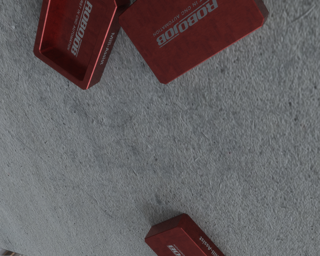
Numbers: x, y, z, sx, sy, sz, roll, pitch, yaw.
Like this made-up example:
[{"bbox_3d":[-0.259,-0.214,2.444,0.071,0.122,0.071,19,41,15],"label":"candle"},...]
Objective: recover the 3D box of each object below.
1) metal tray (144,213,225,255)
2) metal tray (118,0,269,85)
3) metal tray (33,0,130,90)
[{"bbox_3d":[0.048,0.207,0.506,0.130,0.030,0.090,49,129,-7],"label":"metal tray"},{"bbox_3d":[0.030,-0.113,0.318,0.130,0.030,0.090,-27,104,37],"label":"metal tray"},{"bbox_3d":[-0.101,-0.122,0.381,0.090,0.030,0.129,35,129,4],"label":"metal tray"}]
